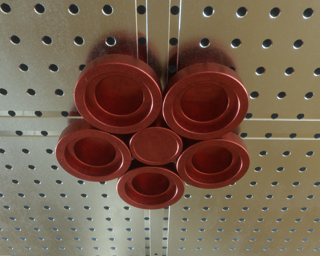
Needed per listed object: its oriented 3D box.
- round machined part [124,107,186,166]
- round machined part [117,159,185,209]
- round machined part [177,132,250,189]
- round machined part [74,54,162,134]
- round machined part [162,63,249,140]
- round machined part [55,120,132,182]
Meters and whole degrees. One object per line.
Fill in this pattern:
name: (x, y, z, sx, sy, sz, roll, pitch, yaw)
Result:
round machined part: (-0.005, 0.012, 0.410, 0.099, 0.042, 0.097, 0, 130, 0)
round machined part: (-0.014, 0.076, 0.464, 0.099, 0.042, 0.097, 0, 130, 0)
round machined part: (0.072, 0.038, 0.433, 0.099, 0.042, 0.097, 0, 130, 0)
round machined part: (-0.047, -0.043, 0.363, 0.099, 0.042, 0.097, 0, 130, 0)
round machined part: (0.052, -0.035, 0.370, 0.099, 0.042, 0.097, 0, 130, 0)
round machined part: (-0.087, 0.026, 0.421, 0.099, 0.042, 0.097, 0, 130, 0)
